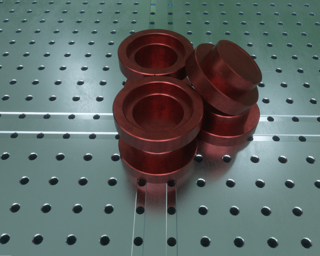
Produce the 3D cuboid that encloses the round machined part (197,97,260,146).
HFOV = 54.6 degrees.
[{"bbox_3d":[0.086,-0.026,0.420,0.099,0.042,0.098,0,50,0],"label":"round machined part"}]

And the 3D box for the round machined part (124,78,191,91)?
[{"bbox_3d":[-0.003,-0.059,0.448,0.099,0.042,0.098,0,50,0],"label":"round machined part"}]

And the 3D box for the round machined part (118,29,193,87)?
[{"bbox_3d":[-0.005,-0.087,0.415,0.099,0.042,0.098,0,50,0],"label":"round machined part"}]

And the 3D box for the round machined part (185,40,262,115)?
[{"bbox_3d":[0.082,-0.066,0.371,0.099,0.042,0.098,22,45,-24],"label":"round machined part"}]

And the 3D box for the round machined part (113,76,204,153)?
[{"bbox_3d":[-0.002,-0.011,0.351,0.099,0.042,0.098,0,50,0],"label":"round machined part"}]

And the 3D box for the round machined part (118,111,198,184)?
[{"bbox_3d":[-0.003,0.016,0.384,0.099,0.042,0.098,0,50,0],"label":"round machined part"}]
